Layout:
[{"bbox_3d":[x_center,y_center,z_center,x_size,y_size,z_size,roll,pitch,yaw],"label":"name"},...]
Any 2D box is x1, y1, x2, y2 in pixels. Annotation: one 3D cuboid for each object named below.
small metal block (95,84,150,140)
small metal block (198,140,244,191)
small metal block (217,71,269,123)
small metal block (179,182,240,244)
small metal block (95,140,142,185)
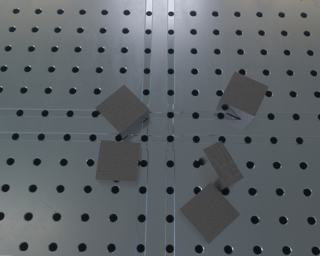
[{"bbox_3d":[-0.050,-0.022,0.420,0.050,0.025,0.050,-42,75,-14],"label":"small metal block"},{"bbox_3d":[0.073,0.049,0.381,0.025,0.050,0.050,-26,72,-9],"label":"small metal block"},{"bbox_3d":[0.114,-0.042,0.428,0.050,0.025,0.050,27,72,9],"label":"small metal block"},{"bbox_3d":[0.059,0.103,0.375,0.050,0.025,0.050,-39,75,-13],"label":"small metal block"},{"bbox_3d":[-0.052,0.044,0.395,0.050,0.025,0.050,4,70,1],"label":"small metal block"}]
